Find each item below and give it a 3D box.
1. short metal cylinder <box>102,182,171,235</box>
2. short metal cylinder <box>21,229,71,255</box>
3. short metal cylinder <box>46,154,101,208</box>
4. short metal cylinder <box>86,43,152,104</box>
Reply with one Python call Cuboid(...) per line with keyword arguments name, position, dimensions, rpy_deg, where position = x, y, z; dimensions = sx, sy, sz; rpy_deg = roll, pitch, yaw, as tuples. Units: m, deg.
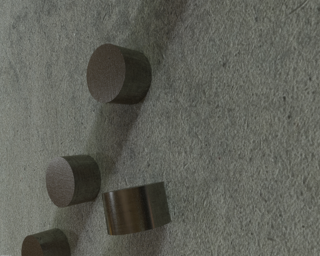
Cuboid(name="short metal cylinder", position=(-0.030, 0.100, 0.394), dimensions=(0.080, 0.081, 0.050), rpy_deg=(-18, 79, 38))
Cuboid(name="short metal cylinder", position=(-0.206, 0.228, 0.560), dimensions=(0.080, 0.050, 0.080), rpy_deg=(0, 90, 40))
Cuboid(name="short metal cylinder", position=(-0.142, 0.085, 0.506), dimensions=(0.080, 0.050, 0.080), rpy_deg=(0, 90, 40))
Cuboid(name="short metal cylinder", position=(-0.058, -0.074, 0.437), dimensions=(0.080, 0.050, 0.080), rpy_deg=(0, 90, 40))
